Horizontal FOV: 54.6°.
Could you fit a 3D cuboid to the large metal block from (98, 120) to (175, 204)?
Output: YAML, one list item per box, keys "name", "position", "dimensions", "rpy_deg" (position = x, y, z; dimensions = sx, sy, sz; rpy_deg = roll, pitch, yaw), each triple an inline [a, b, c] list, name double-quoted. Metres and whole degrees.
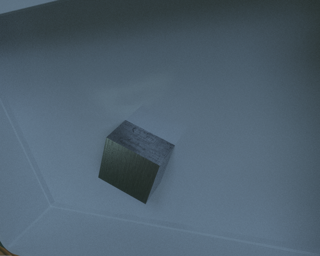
- name: "large metal block"
  position: [-0.035, 0.048, 0.441]
  dimensions: [0.080, 0.050, 0.079]
  rpy_deg: [27, 128, 11]
